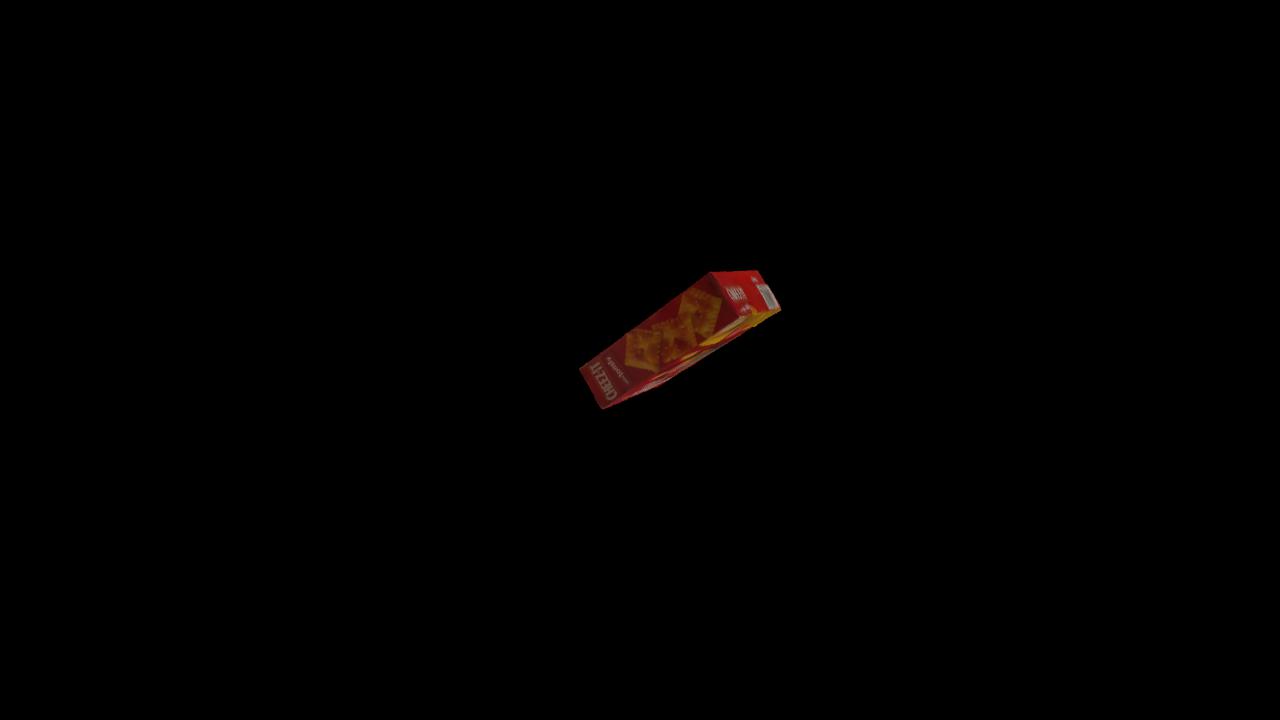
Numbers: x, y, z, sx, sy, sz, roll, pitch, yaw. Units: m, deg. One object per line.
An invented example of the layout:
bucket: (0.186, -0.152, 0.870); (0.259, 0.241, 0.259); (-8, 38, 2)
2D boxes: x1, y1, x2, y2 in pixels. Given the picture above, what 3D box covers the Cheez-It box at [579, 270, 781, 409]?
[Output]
Cheez-It box: (0.053, -0.029, 0.792); (0.223, 0.071, 0.166); (-35, -9, 29)
